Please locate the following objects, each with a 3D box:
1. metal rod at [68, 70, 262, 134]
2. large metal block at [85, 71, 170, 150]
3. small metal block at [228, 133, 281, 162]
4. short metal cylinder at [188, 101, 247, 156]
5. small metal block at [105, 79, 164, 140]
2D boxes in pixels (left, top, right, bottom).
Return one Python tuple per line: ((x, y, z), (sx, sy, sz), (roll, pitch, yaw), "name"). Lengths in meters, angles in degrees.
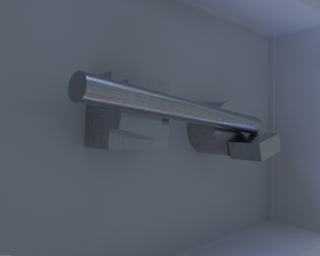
((0.038, -0.017, 0.347), (0.302, 0.025, 0.025), (8, 85, -48), "metal rod")
((-0.036, -0.016, 0.358), (0.081, 0.050, 0.080), (3, 88, -40), "large metal block")
((0.133, 0.026, 0.436), (0.050, 0.050, 0.025), (-19, 102, -39), "small metal block")
((0.089, 0.000, 0.465), (0.081, 0.050, 0.079), (0, 90, -40), "short metal cylinder")
((-0.024, -0.017, 0.321), (0.050, 0.025, 0.050), (17, 79, -39), "small metal block")
